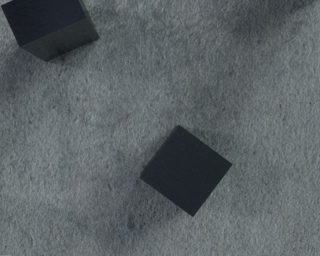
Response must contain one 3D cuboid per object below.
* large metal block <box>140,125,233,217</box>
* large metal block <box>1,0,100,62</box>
[{"bbox_3d":[0.032,0.052,0.398,0.080,0.050,0.080,37,90,-1],"label":"large metal block"},{"bbox_3d":[-0.128,-0.128,0.381,0.080,0.080,0.050,-24,90,0],"label":"large metal block"}]
